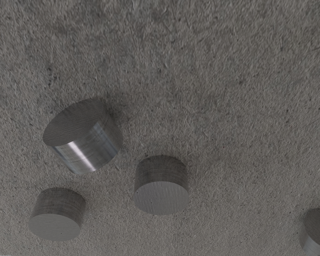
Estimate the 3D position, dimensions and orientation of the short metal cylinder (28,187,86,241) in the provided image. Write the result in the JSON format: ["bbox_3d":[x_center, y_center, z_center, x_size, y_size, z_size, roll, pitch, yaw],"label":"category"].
[{"bbox_3d":[-0.168,0.143,0.511,0.081,0.050,0.079,0,130,0],"label":"short metal cylinder"}]

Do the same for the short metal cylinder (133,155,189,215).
[{"bbox_3d":[0.002,0.086,0.464,0.081,0.050,0.079,0,130,0],"label":"short metal cylinder"}]

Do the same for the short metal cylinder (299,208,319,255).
[{"bbox_3d":[0.287,0.186,0.532,0.080,0.080,0.050,-5,130,4],"label":"short metal cylinder"}]

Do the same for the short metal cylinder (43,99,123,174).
[{"bbox_3d":[-0.092,0.009,0.378,0.080,0.080,0.050,-18,128,14],"label":"short metal cylinder"}]
